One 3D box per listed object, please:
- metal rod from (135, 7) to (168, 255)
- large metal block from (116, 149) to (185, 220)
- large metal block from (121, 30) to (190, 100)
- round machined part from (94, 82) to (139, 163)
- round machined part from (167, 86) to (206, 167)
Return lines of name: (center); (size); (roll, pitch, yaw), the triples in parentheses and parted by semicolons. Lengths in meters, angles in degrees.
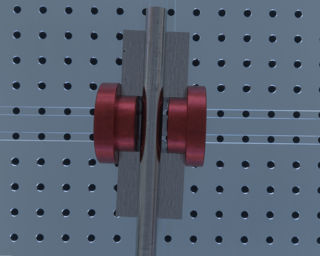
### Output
metal rod: (-0.010, 0.011, 0.363); (0.025, 0.025, 0.298); (3, 90, 0)
large metal block: (-0.011, 0.069, 0.400); (0.081, 0.050, 0.080); (3, 90, 0)
large metal block: (-0.006, -0.078, 0.400); (0.081, 0.050, 0.079); (2, 90, 0)
round machined part: (-0.049, -0.006, 0.376); (0.042, 0.098, 0.097); (2, 90, 0)
round machined part: (0.032, -0.002, 0.377); (0.042, 0.098, 0.097); (2, 90, 5)
